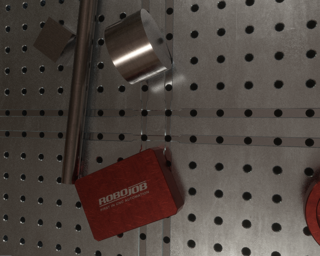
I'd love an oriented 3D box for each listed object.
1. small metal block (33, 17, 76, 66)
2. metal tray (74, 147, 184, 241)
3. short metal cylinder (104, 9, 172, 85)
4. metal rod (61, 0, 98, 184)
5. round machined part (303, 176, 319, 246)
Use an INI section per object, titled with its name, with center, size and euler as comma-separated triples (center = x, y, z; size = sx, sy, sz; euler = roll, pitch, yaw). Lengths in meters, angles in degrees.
[small metal block]
center = -0.154, -0.129, 0.465
size = 0.050, 0.025, 0.050
euler = 37, 102, 15
[metal tray]
center = -0.044, 0.091, 0.424
size = 0.130, 0.030, 0.090
euler = -25, 82, 18
[short metal cylinder]
center = -0.026, -0.101, 0.392
size = 0.050, 0.080, 0.080
euler = -21, 83, 18
[metal rod]
center = -0.116, -0.068, 0.452
size = 0.025, 0.025, 0.298
euler = 7, 92, 19
[round machined part]
center = 0.207, 0.089, 0.331
size = 0.098, 0.042, 0.097
euler = 0, 90, 19
